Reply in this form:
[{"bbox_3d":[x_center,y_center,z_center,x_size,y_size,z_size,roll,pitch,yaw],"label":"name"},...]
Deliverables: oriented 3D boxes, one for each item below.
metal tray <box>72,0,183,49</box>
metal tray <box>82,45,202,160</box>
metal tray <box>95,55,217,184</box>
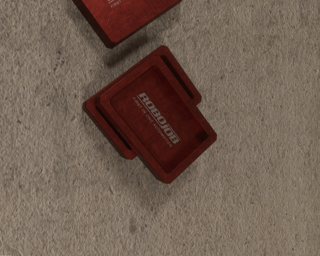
[{"bbox_3d":[-0.038,-0.174,0.393,0.131,0.030,0.090,-39,103,-16],"label":"metal tray"},{"bbox_3d":[-0.021,-0.033,0.399,0.130,0.030,0.090,-40,103,-16],"label":"metal tray"},{"bbox_3d":[-0.002,-0.010,0.373,0.090,0.030,0.130,-41,104,-16],"label":"metal tray"}]
